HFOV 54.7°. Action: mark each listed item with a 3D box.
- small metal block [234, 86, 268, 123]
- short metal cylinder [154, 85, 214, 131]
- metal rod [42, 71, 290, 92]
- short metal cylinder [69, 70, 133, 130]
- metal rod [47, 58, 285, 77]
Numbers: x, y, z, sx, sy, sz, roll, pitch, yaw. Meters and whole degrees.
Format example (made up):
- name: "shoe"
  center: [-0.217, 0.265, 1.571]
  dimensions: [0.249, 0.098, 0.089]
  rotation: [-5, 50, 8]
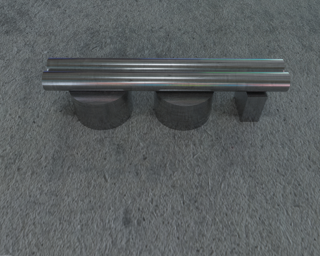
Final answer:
- name: "small metal block"
  center: [0.123, -0.042, 0.426]
  dimensions: [0.025, 0.050, 0.050]
  rotation: [-1, 50, -1]
- name: "short metal cylinder"
  center: [0.032, -0.042, 0.424]
  dimensions: [0.081, 0.050, 0.080]
  rotation: [0, 50, 0]
- name: "metal rod"
  center: [0.008, -0.058, 0.388]
  dimensions: [0.302, 0.025, 0.025]
  rotation: [0, 50, 0]
- name: "short metal cylinder"
  center: [-0.079, -0.043, 0.423]
  dimensions: [0.081, 0.050, 0.080]
  rotation: [0, 50, 0]
- name: "metal rod"
  center: [0.008, -0.079, 0.405]
  dimensions: [0.302, 0.025, 0.025]
  rotation: [0, 50, 0]
